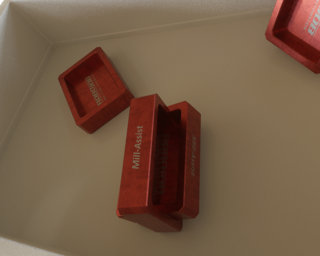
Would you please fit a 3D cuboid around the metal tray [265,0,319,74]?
[{"bbox_3d":[0.172,-0.135,0.329,0.030,0.129,0.090,-20,52,-23],"label":"metal tray"}]

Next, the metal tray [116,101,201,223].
[{"bbox_3d":[0.000,0.039,0.361,0.090,0.030,0.130,-15,55,33],"label":"metal tray"}]

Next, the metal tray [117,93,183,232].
[{"bbox_3d":[-0.004,0.039,0.340,0.030,0.090,0.130,-10,58,22],"label":"metal tray"}]

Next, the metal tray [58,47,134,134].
[{"bbox_3d":[-0.105,-0.064,0.494,0.090,0.030,0.130,-36,51,4],"label":"metal tray"}]
